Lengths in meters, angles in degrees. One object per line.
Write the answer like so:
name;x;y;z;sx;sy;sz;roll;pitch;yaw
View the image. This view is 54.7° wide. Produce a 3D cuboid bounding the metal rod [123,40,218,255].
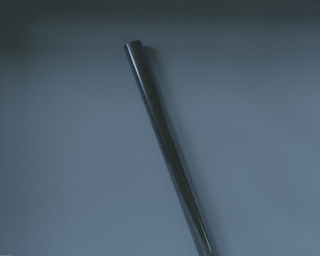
metal rod;0.014;0.029;0.411;0.025;0.025;0.299;-20;90;0
